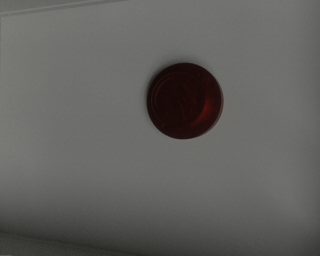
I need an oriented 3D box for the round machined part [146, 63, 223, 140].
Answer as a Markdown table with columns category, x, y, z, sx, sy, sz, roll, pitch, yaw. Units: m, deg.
| category | x | y | z | sx | sy | sz | roll | pitch | yaw |
| --- | --- | --- | --- | --- | --- | --- | --- | --- | --- |
| round machined part | 0.028 | -0.034 | 0.392 | 0.098 | 0.042 | 0.097 | 0 | 90 | 20 |
